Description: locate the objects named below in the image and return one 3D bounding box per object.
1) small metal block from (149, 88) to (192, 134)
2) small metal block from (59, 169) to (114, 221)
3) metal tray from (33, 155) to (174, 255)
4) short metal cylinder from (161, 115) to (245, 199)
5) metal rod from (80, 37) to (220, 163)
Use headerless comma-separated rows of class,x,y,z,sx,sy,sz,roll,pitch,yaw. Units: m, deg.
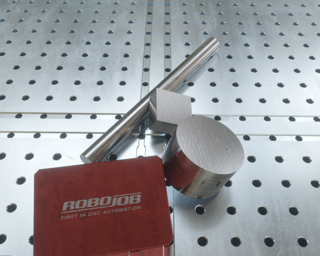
small metal block,0.014,-0.020,0.409,0.050,0.025,0.050,12,57,-20
small metal block,-0.080,0.074,0.344,0.050,0.025,0.050,-1,50,-1
metal tray,-0.058,0.082,0.317,0.131,0.030,0.090,-6,68,-6
short metal cylinder,0.046,0.032,0.350,0.081,0.050,0.080,14,45,-14
metal rod,0.002,-0.051,0.450,0.025,0.025,0.301,30,56,22
